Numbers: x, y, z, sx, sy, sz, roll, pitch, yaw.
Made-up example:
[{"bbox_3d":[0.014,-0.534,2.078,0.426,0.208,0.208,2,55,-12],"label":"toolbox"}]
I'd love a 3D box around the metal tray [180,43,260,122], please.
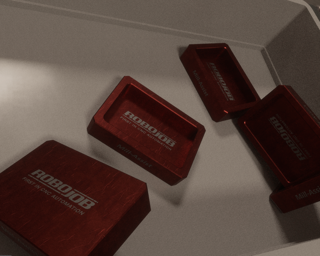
[{"bbox_3d":[0.100,-0.078,0.505,0.091,0.030,0.130,-13,68,-34],"label":"metal tray"}]

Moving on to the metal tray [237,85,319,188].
[{"bbox_3d":[0.186,0.013,0.448,0.030,0.090,0.130,-7,59,-51],"label":"metal tray"}]

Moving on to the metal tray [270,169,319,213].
[{"bbox_3d":[0.222,0.064,0.422,0.091,0.129,0.030,-31,80,-38],"label":"metal tray"}]

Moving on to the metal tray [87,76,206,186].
[{"bbox_3d":[-0.013,0.002,0.395,0.130,0.030,0.090,33,51,-7],"label":"metal tray"}]

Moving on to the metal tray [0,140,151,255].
[{"bbox_3d":[-0.085,0.065,0.272,0.130,0.030,0.090,19,43,29],"label":"metal tray"}]
